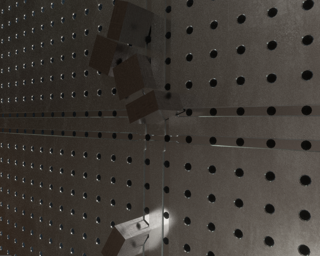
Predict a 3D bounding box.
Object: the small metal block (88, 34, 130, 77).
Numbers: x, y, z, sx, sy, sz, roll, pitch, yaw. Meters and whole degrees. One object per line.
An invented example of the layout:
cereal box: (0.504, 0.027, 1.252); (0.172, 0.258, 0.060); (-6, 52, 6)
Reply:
small metal block: (-0.078, -0.109, 0.471); (0.050, 0.025, 0.050); (30, 109, 35)

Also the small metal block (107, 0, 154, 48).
small metal block: (-0.040, -0.141, 0.424); (0.025, 0.050, 0.050); (26, 106, 37)

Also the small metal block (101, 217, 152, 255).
small metal block: (-0.046, 0.156, 0.429); (0.025, 0.050, 0.050); (40, 114, 32)

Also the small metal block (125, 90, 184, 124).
small metal block: (-0.007, -0.025, 0.397); (0.050, 0.050, 0.025); (-24, 75, 37)

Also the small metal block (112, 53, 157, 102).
small metal block: (-0.036, -0.070, 0.437); (0.050, 0.025, 0.050); (-22, 76, 37)
